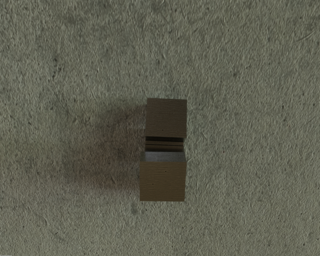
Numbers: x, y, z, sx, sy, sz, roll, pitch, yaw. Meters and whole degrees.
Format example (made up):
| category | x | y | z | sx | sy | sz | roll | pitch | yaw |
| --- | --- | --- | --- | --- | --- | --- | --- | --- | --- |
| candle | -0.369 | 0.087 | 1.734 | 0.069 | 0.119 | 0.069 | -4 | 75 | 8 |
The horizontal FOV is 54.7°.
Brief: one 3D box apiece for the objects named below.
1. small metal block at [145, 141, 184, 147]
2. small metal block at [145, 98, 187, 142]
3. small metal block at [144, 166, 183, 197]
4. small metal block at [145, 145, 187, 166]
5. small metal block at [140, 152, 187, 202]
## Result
| category | x | y | z | sx | sy | sz | roll | pitch | yaw |
| --- | --- | --- | --- | --- | --- | --- | --- | --- | --- |
| small metal block | 0.005 | 0.029 | 0.423 | 0.050 | 0.025 | 0.050 | 2 | 110 | -2 |
| small metal block | 0.008 | -0.010 | 0.395 | 0.050 | 0.025 | 0.050 | 3 | 74 | -1 |
| small metal block | 0.004 | 0.074 | 0.425 | 0.050 | 0.025 | 0.050 | 2 | 151 | -1 |
| small metal block | 0.005 | 0.043 | 0.386 | 0.050 | 0.050 | 0.025 | 2 | 110 | -1 |
| small metal block | 0.003 | 0.055 | 0.351 | 0.050 | 0.025 | 0.050 | 1 | 110 | -1 |
